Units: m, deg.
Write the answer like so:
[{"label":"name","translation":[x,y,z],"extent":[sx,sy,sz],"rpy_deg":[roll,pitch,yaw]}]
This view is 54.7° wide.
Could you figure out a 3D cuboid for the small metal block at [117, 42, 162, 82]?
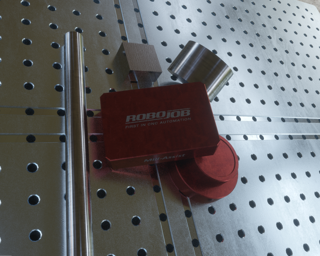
[{"label":"small metal block","translation":[-0.030,-0.096,0.452],"extent":[0.050,0.025,0.050],"rpy_deg":[-3,63,-30]}]

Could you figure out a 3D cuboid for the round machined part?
[{"label":"round machined part","translation":[0.063,0.044,0.406],"extent":[0.099,0.042,0.098],"rpy_deg":[14,56,-21]}]

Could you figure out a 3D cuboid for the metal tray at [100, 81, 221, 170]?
[{"label":"metal tray","translation":[-0.002,-0.005,0.376],"extent":[0.131,0.030,0.090],"rpy_deg":[-8,63,-6]}]

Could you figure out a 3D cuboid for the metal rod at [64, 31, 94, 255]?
[{"label":"metal rod","translation":[-0.095,0.009,0.352],"extent":[0.025,0.025,0.299],"rpy_deg":[5,60,-26]}]

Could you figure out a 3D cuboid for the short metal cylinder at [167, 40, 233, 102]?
[{"label":"short metal cylinder","translation":[0.058,-0.081,0.447],"extent":[0.080,0.080,0.050],"rpy_deg":[37,95,-4]}]
